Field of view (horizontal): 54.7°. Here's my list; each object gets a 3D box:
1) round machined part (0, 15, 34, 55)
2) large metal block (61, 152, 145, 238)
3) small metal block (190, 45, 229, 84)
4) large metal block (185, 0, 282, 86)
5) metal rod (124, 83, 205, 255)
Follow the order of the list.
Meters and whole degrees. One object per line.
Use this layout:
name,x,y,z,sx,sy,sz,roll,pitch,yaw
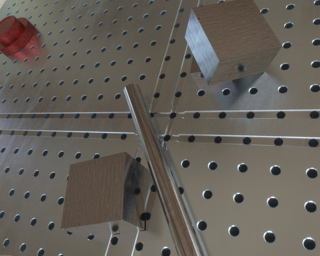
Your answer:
round machined part,-0.343,-0.219,0.712,0.098,0.042,0.098,-13,56,21
large metal block,-0.066,0.083,0.376,0.080,0.050,0.080,-14,56,20
small metal block,0.072,-0.091,0.426,0.050,0.025,0.050,-3,60,26
large metal block,0.086,-0.107,0.382,0.081,0.050,0.080,-15,67,-13
metal rod,0.002,0.053,0.374,0.025,0.025,0.299,-29,52,10
